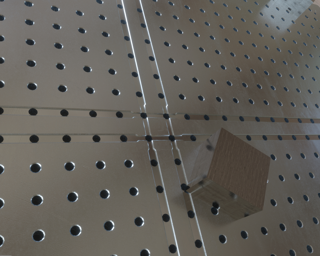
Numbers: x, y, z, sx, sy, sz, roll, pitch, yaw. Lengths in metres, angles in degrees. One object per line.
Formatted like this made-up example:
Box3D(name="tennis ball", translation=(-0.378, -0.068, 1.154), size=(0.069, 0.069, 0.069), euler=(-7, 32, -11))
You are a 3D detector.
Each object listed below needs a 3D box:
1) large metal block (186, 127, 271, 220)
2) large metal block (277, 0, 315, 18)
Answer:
Box3D(name="large metal block", translation=(0.090, 0.060, 0.404), size=(0.080, 0.050, 0.080), euler=(31, 52, -8))
Box3D(name="large metal block", translation=(0.346, -0.337, 0.782), size=(0.080, 0.050, 0.080), euler=(41, 51, 0))
